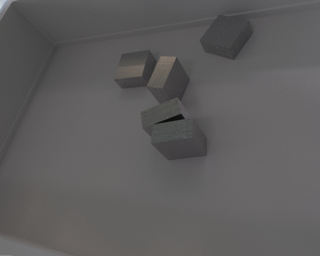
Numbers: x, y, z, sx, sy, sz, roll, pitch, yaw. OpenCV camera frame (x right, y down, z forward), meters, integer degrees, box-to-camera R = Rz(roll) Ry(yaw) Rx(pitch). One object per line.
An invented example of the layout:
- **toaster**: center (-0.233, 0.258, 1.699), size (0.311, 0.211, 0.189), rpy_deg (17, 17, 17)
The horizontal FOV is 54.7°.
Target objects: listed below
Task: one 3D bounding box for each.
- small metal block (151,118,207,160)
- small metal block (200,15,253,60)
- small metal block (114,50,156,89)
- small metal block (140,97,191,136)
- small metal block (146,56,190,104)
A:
- **small metal block**: center (0.024, 0.015, 0.368), size (0.050, 0.050, 0.025), rpy_deg (-9, 58, 23)
- **small metal block**: center (0.093, -0.128, 0.436), size (0.050, 0.025, 0.050), rpy_deg (28, 77, 37)
- **small metal block**: center (-0.038, -0.091, 0.482), size (0.050, 0.025, 0.050), rpy_deg (-1, 61, 27)
- **small metal block**: center (0.011, -0.006, 0.388), size (0.050, 0.050, 0.025), rpy_deg (-21, 54, 16)
- **small metal block**: center (0.013, -0.061, 0.421), size (0.025, 0.050, 0.050), rpy_deg (10, 67, 32)
